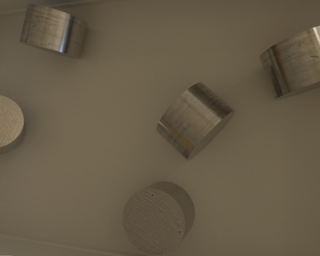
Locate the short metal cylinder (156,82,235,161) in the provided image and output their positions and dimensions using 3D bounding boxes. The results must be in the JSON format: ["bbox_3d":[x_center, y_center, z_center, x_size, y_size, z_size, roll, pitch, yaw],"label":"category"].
[{"bbox_3d":[0.042,-0.007,0.366,0.050,0.080,0.080,44,103,14],"label":"short metal cylinder"}]

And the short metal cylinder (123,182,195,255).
[{"bbox_3d":[0.000,0.113,0.397,0.080,0.050,0.079,0,90,19],"label":"short metal cylinder"}]

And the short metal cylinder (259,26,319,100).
[{"bbox_3d":[0.154,-0.067,0.327,0.080,0.080,0.050,-20,84,18],"label":"short metal cylinder"}]

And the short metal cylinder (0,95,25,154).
[{"bbox_3d":[-0.245,-0.004,0.460,0.081,0.050,0.080,6,73,-20],"label":"short metal cylinder"}]

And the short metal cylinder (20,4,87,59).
[{"bbox_3d":[-0.147,-0.132,0.432,0.080,0.080,0.050,16,96,19],"label":"short metal cylinder"}]
